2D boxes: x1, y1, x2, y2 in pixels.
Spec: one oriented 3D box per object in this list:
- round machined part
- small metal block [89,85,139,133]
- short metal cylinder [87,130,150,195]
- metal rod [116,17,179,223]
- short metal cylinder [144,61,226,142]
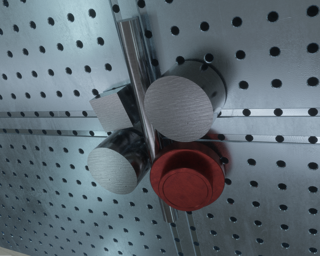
[{"bbox_3d":[0.035,0.069,0.404,0.099,0.042,0.097,4,117,8],"label":"round machined part"},{"bbox_3d":[-0.060,-0.025,0.422,0.050,0.025,0.050,-12,113,33],"label":"small metal block"},{"bbox_3d":[-0.057,0.049,0.450,0.080,0.050,0.079,13,124,21],"label":"short metal cylinder"},{"bbox_3d":[-0.010,0.008,0.416,0.025,0.025,0.298,3,120,27],"label":"metal rod"},{"bbox_3d":[0.029,-0.031,0.355,0.080,0.050,0.079,13,124,21],"label":"short metal cylinder"}]
